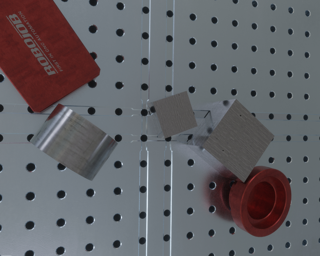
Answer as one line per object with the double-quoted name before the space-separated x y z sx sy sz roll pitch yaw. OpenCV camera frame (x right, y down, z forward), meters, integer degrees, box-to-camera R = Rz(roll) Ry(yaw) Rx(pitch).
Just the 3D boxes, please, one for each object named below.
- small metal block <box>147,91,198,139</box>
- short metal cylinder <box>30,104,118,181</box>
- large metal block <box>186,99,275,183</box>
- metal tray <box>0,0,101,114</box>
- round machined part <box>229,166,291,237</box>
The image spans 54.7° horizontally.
"small metal block" 0.017 -0.018 0.419 0.050 0.025 0.050 -20 97 -19
"short metal cylinder" -0.095 0.016 0.348 0.080 0.080 0.050 37 78 -16
"large metal block" 0.098 0.017 0.435 0.080 0.050 0.080 40 77 -16
"metal tray" -0.143 -0.093 0.357 0.090 0.030 0.130 -37 102 -16
"round machined part" 0.140 0.103 0.450 0.099 0.042 0.097 -3 97 -28
